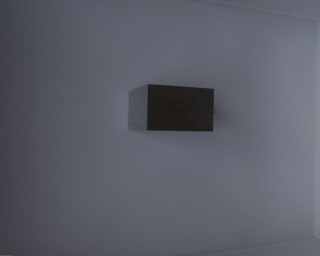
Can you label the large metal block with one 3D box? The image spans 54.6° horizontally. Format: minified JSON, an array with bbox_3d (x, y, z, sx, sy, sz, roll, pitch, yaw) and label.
[{"bbox_3d":[0.011,-0.022,0.382,0.081,0.080,0.050,1,90,-20],"label":"large metal block"}]
